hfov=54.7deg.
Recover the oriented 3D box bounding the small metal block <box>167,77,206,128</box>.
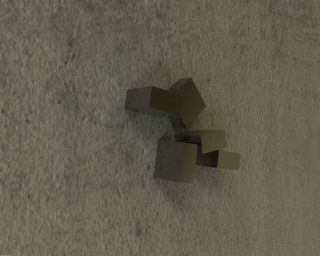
[{"bbox_3d":[0.032,-0.035,0.434,0.050,0.025,0.050,-46,118,-30],"label":"small metal block"}]

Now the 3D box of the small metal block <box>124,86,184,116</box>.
[{"bbox_3d":[-0.008,-0.031,0.384,0.050,0.050,0.025,13,82,-40],"label":"small metal block"}]

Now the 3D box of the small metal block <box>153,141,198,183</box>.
[{"bbox_3d":[0.020,0.044,0.407,0.025,0.050,0.050,12,83,-40],"label":"small metal block"}]

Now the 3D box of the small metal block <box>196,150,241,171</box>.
[{"bbox_3d":[0.083,0.046,0.461,0.050,0.050,0.025,12,82,-40],"label":"small metal block"}]

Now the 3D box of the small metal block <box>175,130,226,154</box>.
[{"bbox_3d":[0.057,0.018,0.439,0.050,0.050,0.025,-10,97,-40],"label":"small metal block"}]
